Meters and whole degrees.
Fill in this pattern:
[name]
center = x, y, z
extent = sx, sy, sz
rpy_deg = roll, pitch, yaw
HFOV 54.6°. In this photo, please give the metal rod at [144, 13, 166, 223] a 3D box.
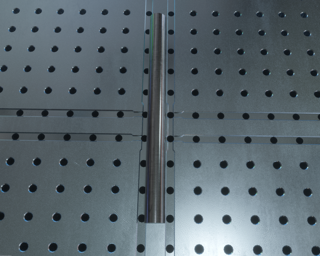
[metal rod]
center = -0.005, -0.027, 0.422
extent = 0.025, 0.025, 0.299
rpy_deg = 1, 70, 0
